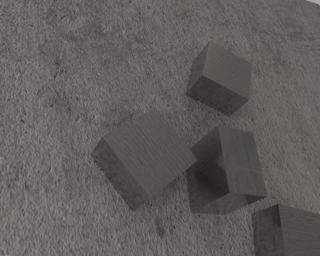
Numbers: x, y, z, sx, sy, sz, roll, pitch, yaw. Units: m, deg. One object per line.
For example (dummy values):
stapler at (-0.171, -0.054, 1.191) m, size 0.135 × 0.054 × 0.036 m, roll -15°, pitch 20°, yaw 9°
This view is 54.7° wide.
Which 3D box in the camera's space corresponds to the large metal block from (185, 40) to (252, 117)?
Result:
large metal block at (0.093, -0.077, 0.484) m, size 0.080 × 0.050 × 0.080 m, roll 25°, pitch 53°, yaw -13°

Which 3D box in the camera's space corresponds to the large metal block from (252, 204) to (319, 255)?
large metal block at (0.167, 0.148, 0.387) m, size 0.081 × 0.050 × 0.080 m, roll 17°, pitch 55°, yaw -18°

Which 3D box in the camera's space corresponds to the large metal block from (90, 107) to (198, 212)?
large metal block at (-0.018, 0.034, 0.357) m, size 0.081 × 0.050 × 0.080 m, roll -32°, pitch 80°, yaw -38°

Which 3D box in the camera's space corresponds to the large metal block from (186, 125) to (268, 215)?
large metal block at (0.075, 0.054, 0.375) m, size 0.050 × 0.080 × 0.080 m, roll 10°, pitch 57°, yaw -23°
